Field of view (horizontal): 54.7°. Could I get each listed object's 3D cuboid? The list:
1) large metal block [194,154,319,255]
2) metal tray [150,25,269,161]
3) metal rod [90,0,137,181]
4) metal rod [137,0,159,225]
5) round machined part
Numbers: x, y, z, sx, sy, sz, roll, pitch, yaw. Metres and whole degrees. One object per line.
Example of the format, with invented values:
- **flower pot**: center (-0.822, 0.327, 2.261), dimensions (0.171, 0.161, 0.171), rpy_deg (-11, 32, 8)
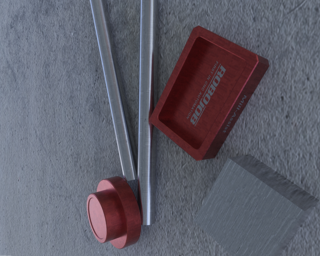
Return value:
- **large metal block**: center (0.094, 0.083, 0.310), dimensions (0.080, 0.050, 0.079), rpy_deg (37, 113, 33)
- **metal tray**: center (0.051, -0.039, 0.357), dimensions (0.090, 0.030, 0.129), rpy_deg (40, 114, 32)
- **metal rod**: center (-0.069, -0.071, 0.459), dimensions (0.025, 0.025, 0.299), rpy_deg (-20, 77, 38)
- **metal rod**: center (-0.016, -0.022, 0.416), dimensions (0.025, 0.025, 0.298), rpy_deg (2, 91, 39)
- **round machined part**: center (-0.069, 0.120, 0.430), dimensions (0.098, 0.042, 0.097), rpy_deg (19, 113, 53)
